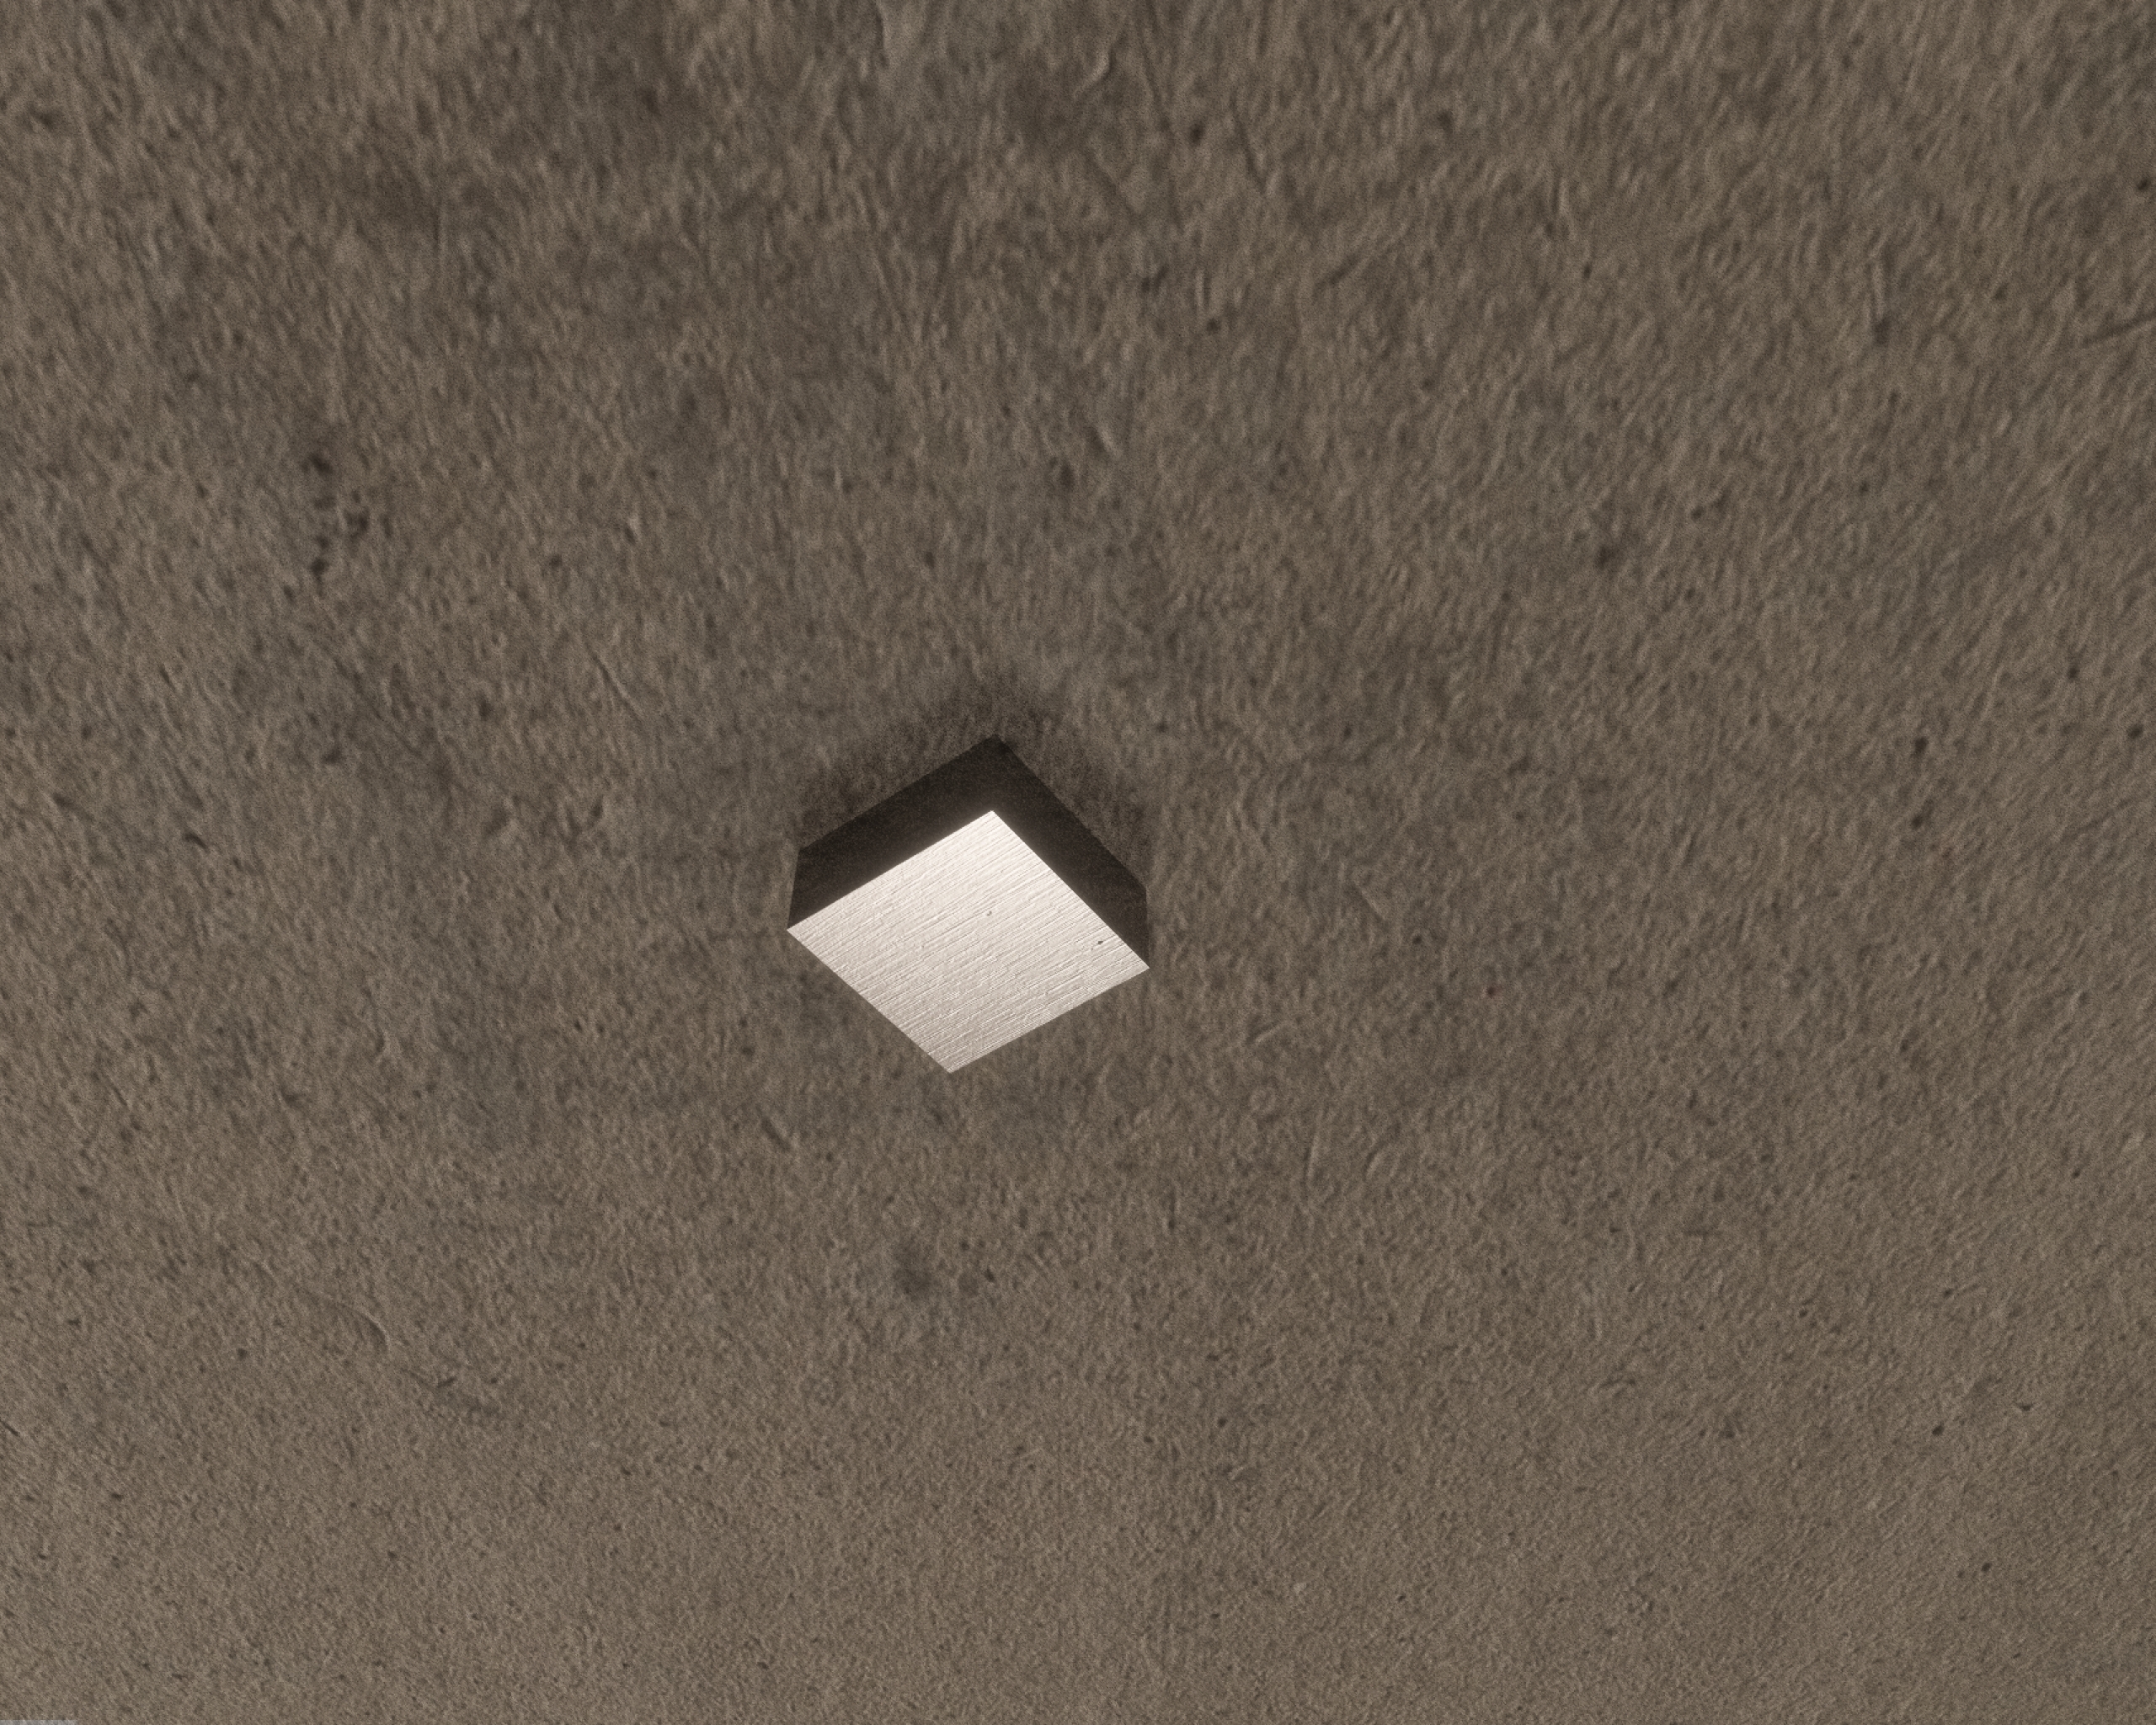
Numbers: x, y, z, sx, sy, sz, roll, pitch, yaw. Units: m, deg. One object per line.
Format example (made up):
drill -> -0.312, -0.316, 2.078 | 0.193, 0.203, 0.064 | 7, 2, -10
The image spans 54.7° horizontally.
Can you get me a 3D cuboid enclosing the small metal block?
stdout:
small metal block -> -0.021, 0.009, 0.416 | 0.050, 0.025, 0.050 | -30, 125, 22
